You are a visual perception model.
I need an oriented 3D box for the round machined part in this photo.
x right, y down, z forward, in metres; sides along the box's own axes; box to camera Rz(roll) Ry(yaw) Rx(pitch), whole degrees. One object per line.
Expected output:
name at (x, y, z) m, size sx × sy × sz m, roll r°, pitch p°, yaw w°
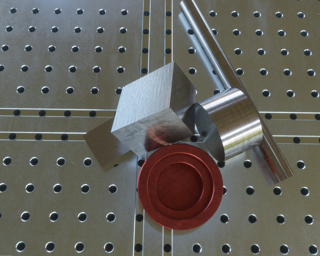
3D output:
round machined part at (0.022, 0.070, 0.373) m, size 0.099 × 0.042 × 0.098 m, roll 1°, pitch 77°, yaw -4°

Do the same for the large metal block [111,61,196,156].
large metal block at (-0.005, -0.023, 0.374) m, size 0.080 × 0.050 × 0.080 m, roll -22°, pitch 40°, yaw 28°

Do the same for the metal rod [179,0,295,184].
metal rod at (0.100, -0.065, 0.436) m, size 0.025 × 0.025 × 0.299 m, roll -22°, pitch 72°, yaw -8°

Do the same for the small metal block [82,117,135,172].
small metal block at (-0.064, 0.021, 0.403) m, size 0.050 × 0.025 × 0.050 m, roll -32°, pitch 73°, yaw -11°

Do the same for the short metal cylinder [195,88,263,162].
short metal cylinder at (0.082, -0.004, 0.385) m, size 0.050 × 0.080 × 0.080 m, roll -24°, pitch 72°, yaw -9°
